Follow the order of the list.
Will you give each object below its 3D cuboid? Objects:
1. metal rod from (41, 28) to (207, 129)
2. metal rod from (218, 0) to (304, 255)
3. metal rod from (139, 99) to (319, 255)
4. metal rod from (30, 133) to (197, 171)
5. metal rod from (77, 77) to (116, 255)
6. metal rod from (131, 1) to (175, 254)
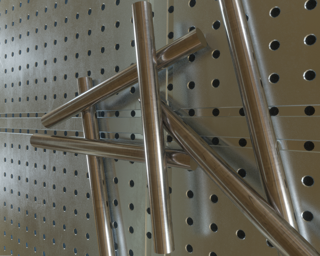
[{"bbox_3d":[-0.070,-0.060,0.446,0.300,0.025,0.025,-22,76,31],"label":"metal rod"},{"bbox_3d":[0.104,-0.007,0.324,0.025,0.025,0.299,-18,79,39],"label":"metal rod"},{"bbox_3d":[0.063,0.045,0.335,0.300,0.025,0.025,47,118,37],"label":"metal rod"},{"bbox_3d":[-0.085,0.030,0.455,0.300,0.025,0.025,4,93,32],"label":"metal rod"},{"bbox_3d":[-0.102,0.066,0.494,0.025,0.025,0.299,-15,80,39],"label":"metal rod"},{"bbox_3d":[-0.009,-0.003,0.376,0.025,0.025,0.299,-8,86,40],"label":"metal rod"}]
